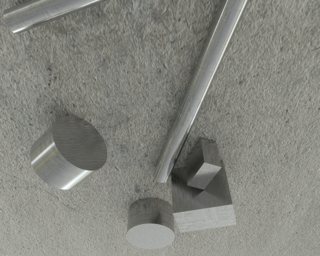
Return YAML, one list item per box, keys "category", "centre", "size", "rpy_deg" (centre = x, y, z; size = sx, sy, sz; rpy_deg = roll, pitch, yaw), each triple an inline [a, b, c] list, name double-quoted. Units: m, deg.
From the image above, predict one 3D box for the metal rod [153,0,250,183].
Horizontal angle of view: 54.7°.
- category: "metal rod"
  centre: [0.041, -0.036, 0.376]
  size: [0.025, 0.025, 0.298]
  rpy_deg: [12, 129, -10]

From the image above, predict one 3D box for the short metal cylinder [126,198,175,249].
- category: "short metal cylinder"
  centre: [-0.016, 0.164, 0.530]
  size: [0.081, 0.050, 0.079]
  rpy_deg: [0, 130, 0]

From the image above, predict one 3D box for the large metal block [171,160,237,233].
- category: "large metal block"
  centre: [0.062, 0.100, 0.457]
  size: [0.080, 0.080, 0.050]
  rpy_deg: [-11, 129, 9]

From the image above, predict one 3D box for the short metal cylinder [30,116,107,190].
- category: "short metal cylinder"
  centre: [-0.115, 0.031, 0.397]
  size: [0.080, 0.080, 0.050]
  rpy_deg: [37, 121, -27]

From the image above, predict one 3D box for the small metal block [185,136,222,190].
- category: "small metal block"
  centre: [0.059, 0.049, 0.433]
  size: [0.025, 0.050, 0.050]
  rpy_deg: [17, 128, -14]

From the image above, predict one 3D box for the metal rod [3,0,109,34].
- category: "metal rod"
  centre: [-0.007, -0.146, 0.282]
  size: [0.301, 0.025, 0.025]
  rpy_deg: [-15, 129, 12]
